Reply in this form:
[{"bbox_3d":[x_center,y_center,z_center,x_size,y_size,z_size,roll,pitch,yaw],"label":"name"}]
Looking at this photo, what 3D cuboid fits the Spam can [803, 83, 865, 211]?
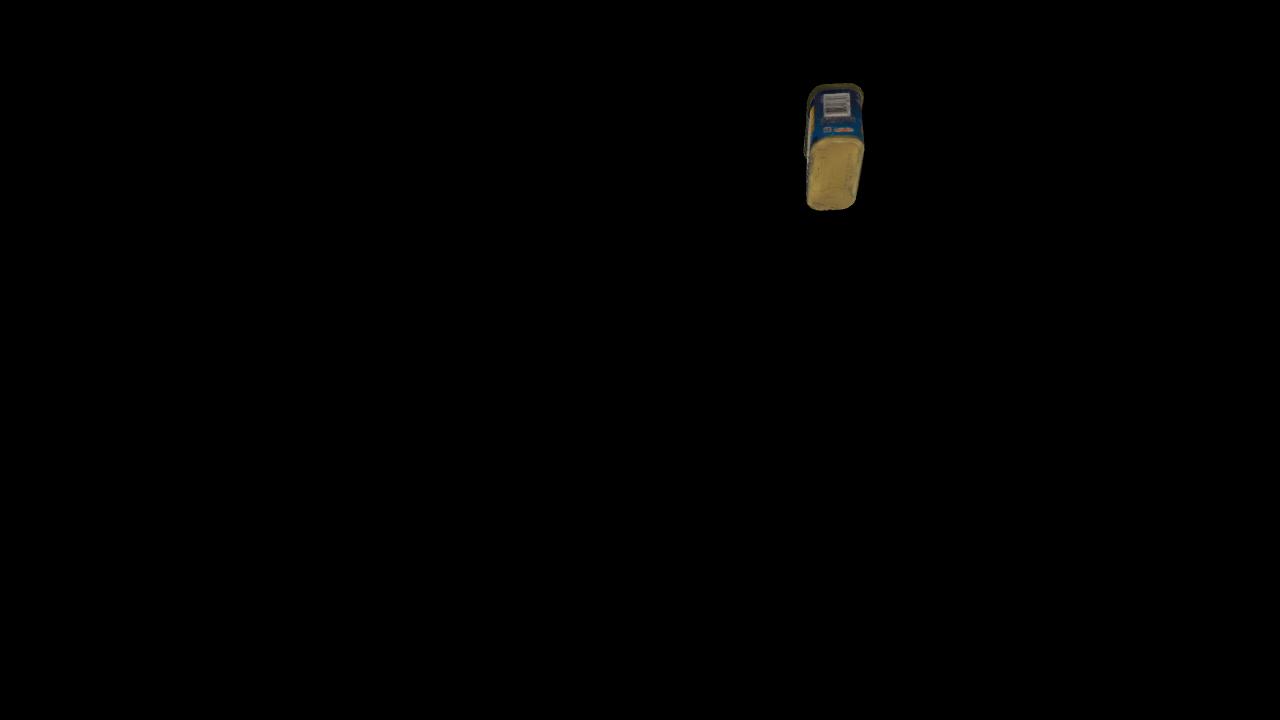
[{"bbox_3d":[0.206,-0.225,0.657,0.058,0.085,0.101,2,-32,13],"label":"Spam can"}]
